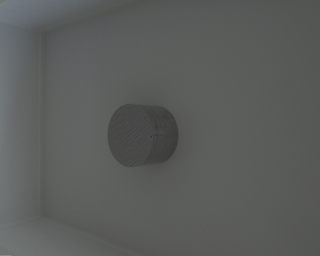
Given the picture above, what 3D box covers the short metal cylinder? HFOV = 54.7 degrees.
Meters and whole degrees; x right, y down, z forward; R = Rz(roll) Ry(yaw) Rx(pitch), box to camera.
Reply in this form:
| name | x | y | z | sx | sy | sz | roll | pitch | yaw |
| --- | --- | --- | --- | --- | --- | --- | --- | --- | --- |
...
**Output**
| name | x | y | z | sx | sy | sz | roll | pitch | yaw |
| --- | --- | --- | --- | --- | --- | --- | --- | --- | --- |
| short metal cylinder | -0.023 | 0.009 | 0.407 | 0.080 | 0.050 | 0.079 | 0 | 90 | 39 |
